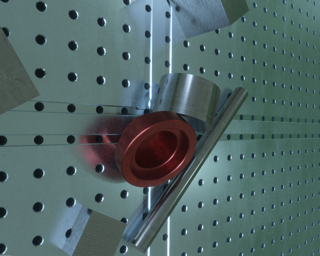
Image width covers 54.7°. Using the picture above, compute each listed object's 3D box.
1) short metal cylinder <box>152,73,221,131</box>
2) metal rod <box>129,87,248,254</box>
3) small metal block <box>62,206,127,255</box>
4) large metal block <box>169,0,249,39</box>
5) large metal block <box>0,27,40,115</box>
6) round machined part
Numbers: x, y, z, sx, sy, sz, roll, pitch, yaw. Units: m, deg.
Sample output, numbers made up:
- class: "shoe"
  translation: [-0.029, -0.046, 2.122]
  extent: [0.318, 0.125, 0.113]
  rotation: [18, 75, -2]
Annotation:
- class: "short metal cylinder"
  translation: [0.033, -0.031, 0.401]
  extent: [0.080, 0.080, 0.050]
  rotation: [24, 75, -38]
- class: "metal rod"
  translation: [0.054, 0.044, 0.454]
  extent: [0.301, 0.025, 0.025]
  rotation: [-51, 120, -27]
- class: "small metal block"
  translation: [-0.073, 0.122, 0.349]
  extent: [0.050, 0.025, 0.050]
  rotation: [35, 68, -35]
- class: "large metal block"
  translation: [0.062, -0.179, 0.425]
  extent: [0.050, 0.080, 0.080]
  rotation: [-43, 117, -31]
- class: "large metal block"
  translation: [-0.152, -0.048, 0.246]
  extent: [0.050, 0.080, 0.080]
  rotation: [-37, 113, -34]
- class: "round machined part"
  translation: [-0.009, 0.021, 0.372]
  extent: [0.099, 0.042, 0.097]
  rotation: [-18, 131, -22]
